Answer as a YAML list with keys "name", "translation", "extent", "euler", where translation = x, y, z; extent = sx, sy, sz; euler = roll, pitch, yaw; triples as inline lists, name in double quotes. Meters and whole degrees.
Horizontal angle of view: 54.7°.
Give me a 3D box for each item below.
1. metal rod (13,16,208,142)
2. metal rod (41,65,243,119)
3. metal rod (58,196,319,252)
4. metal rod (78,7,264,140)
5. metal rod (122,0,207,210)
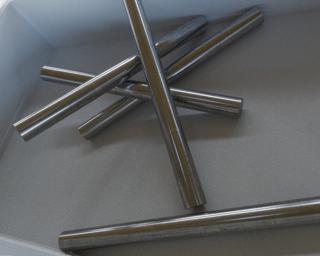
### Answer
- name: "metal rod"
  translation: [-0.048, -0.076, 0.412]
  extent: [0.302, 0.025, 0.025]
  euler: [-36, 48, -23]
- name: "metal rod"
  translation: [-0.040, -0.054, 0.425]
  extent: [0.301, 0.025, 0.025]
  euler: [13, 68, 22]
- name: "metal rod"
  translation: [0.022, 0.105, 0.328]
  extent: [0.301, 0.025, 0.025]
  euler: [-14, 56, 20]
- name: "metal rod"
  translation: [0.012, -0.074, 0.443]
  extent: [0.300, 0.025, 0.025]
  euler: [-33, 52, 6]
- name: "metal rod"
  translation: [-0.001, -0.051, 0.382]
  extent: [0.025, 0.025, 0.299]
  euler: [-22, 70, 15]
